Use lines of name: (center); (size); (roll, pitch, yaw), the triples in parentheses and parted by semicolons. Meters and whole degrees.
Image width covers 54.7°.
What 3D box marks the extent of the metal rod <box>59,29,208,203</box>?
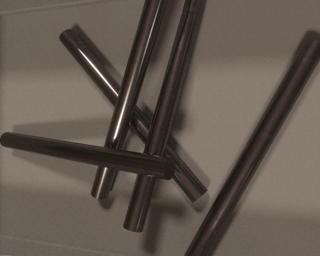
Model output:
metal rod: (-0.043, -0.025, 0.424); (0.025, 0.025, 0.300); (-44, 77, 14)

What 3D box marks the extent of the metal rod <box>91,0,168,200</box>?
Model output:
metal rod: (-0.040, -0.040, 0.390); (0.025, 0.025, 0.298); (25, 109, 18)

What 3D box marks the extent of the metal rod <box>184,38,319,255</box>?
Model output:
metal rod: (0.109, 0.036, 0.371); (0.025, 0.025, 0.298); (30, 99, 17)

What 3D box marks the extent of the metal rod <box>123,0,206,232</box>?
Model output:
metal rod: (0.006, -0.021, 0.386); (0.025, 0.025, 0.298); (14, 87, 19)

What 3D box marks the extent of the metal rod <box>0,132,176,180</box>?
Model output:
metal rod: (-0.117, 0.032, 0.417); (0.300, 0.025, 0.025); (6, 92, 31)
